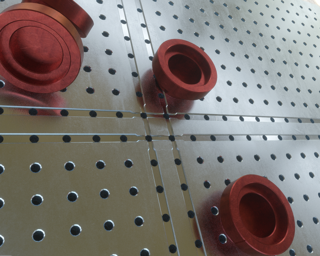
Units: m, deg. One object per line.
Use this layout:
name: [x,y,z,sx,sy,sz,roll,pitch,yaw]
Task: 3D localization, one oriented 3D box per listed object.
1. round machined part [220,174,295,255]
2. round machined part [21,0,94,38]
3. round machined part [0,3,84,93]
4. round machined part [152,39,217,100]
round machined part: [0.117,0.112,0.391,0.099,0.042,0.098,13,56,-21]
round machined part: [-0.136,-0.140,0.386,0.098,0.098,0.042,30,88,-9]
round machined part: [-0.135,-0.091,0.348,0.099,0.097,0.042,19,36,-17]
round machined part: [0.033,-0.082,0.464,0.099,0.042,0.098,13,56,-21]
